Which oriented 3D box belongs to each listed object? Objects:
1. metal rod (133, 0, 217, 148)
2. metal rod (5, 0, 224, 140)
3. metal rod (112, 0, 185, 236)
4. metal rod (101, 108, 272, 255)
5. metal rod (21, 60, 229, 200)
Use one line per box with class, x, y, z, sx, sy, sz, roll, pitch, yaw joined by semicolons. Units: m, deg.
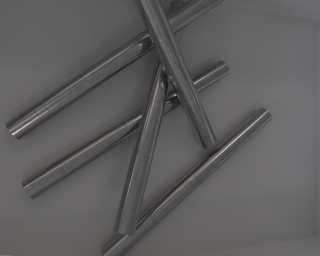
metal rod;0.010;-0.086;0.348;0.025;0.025;0.299;-40;128;-15
metal rod;-0.046;-0.084;0.372;0.301;0.025;0.025;-36;102;-8
metal rod;-0.007;-0.025;0.380;0.025;0.025;0.299;19;74;-19
metal rod;0.047;0.070;0.427;0.301;0.025;0.025;-39;103;-16
metal rod;-0.031;-0.007;0.399;0.302;0.025;0.025;-33;101;-17
